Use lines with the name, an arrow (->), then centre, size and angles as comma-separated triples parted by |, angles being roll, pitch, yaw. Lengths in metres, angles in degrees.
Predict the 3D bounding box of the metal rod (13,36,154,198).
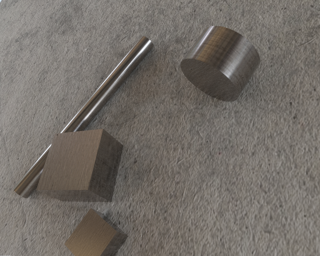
metal rod -> -0.111, -0.022, 0.473 | 0.025, 0.025, 0.300 | 31, 78, 37

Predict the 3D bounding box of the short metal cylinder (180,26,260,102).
short metal cylinder -> 0.072, -0.076, 0.377 | 0.080, 0.080, 0.050 | 26, 76, 36

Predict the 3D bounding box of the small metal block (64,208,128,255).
small metal block -> -0.074, 0.131, 0.361 | 0.050, 0.025, 0.050 | 27, 76, 37

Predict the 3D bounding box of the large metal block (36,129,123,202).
large metal block -> -0.103, 0.051, 0.409 | 0.080, 0.050, 0.080 | -5, 59, 25
